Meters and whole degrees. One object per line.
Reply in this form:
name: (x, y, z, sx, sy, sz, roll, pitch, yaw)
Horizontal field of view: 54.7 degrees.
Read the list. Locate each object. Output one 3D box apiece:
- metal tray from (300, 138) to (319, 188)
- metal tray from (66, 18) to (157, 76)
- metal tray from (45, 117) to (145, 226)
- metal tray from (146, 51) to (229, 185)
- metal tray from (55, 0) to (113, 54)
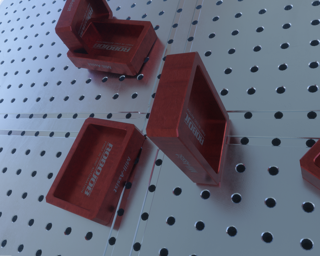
metal tray: (0.206, 0.042, 0.270, 0.090, 0.030, 0.130, -45, 51, -4)
metal tray: (-0.081, -0.139, 0.520, 0.130, 0.030, 0.090, 13, 66, 26)
metal tray: (-0.085, 0.052, 0.415, 0.090, 0.030, 0.130, 9, 66, 31)
metal tray: (0.037, -0.004, 0.323, 0.030, 0.130, 0.090, 0, 62, 28)
metal tray: (-0.128, -0.187, 0.544, 0.030, 0.090, 0.130, -1, 61, 20)
